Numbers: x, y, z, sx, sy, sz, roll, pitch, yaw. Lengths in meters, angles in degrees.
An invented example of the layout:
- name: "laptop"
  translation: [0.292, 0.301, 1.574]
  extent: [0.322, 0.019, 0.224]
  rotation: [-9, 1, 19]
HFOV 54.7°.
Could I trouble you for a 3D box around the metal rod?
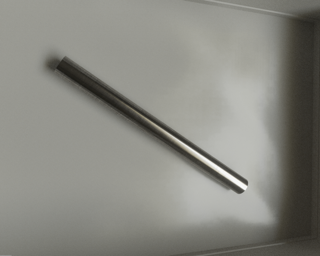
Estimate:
- name: "metal rod"
  translation: [0.001, 0.005, 0.410]
  extent: [0.301, 0.025, 0.025]
  rotation: [34, 79, -17]
